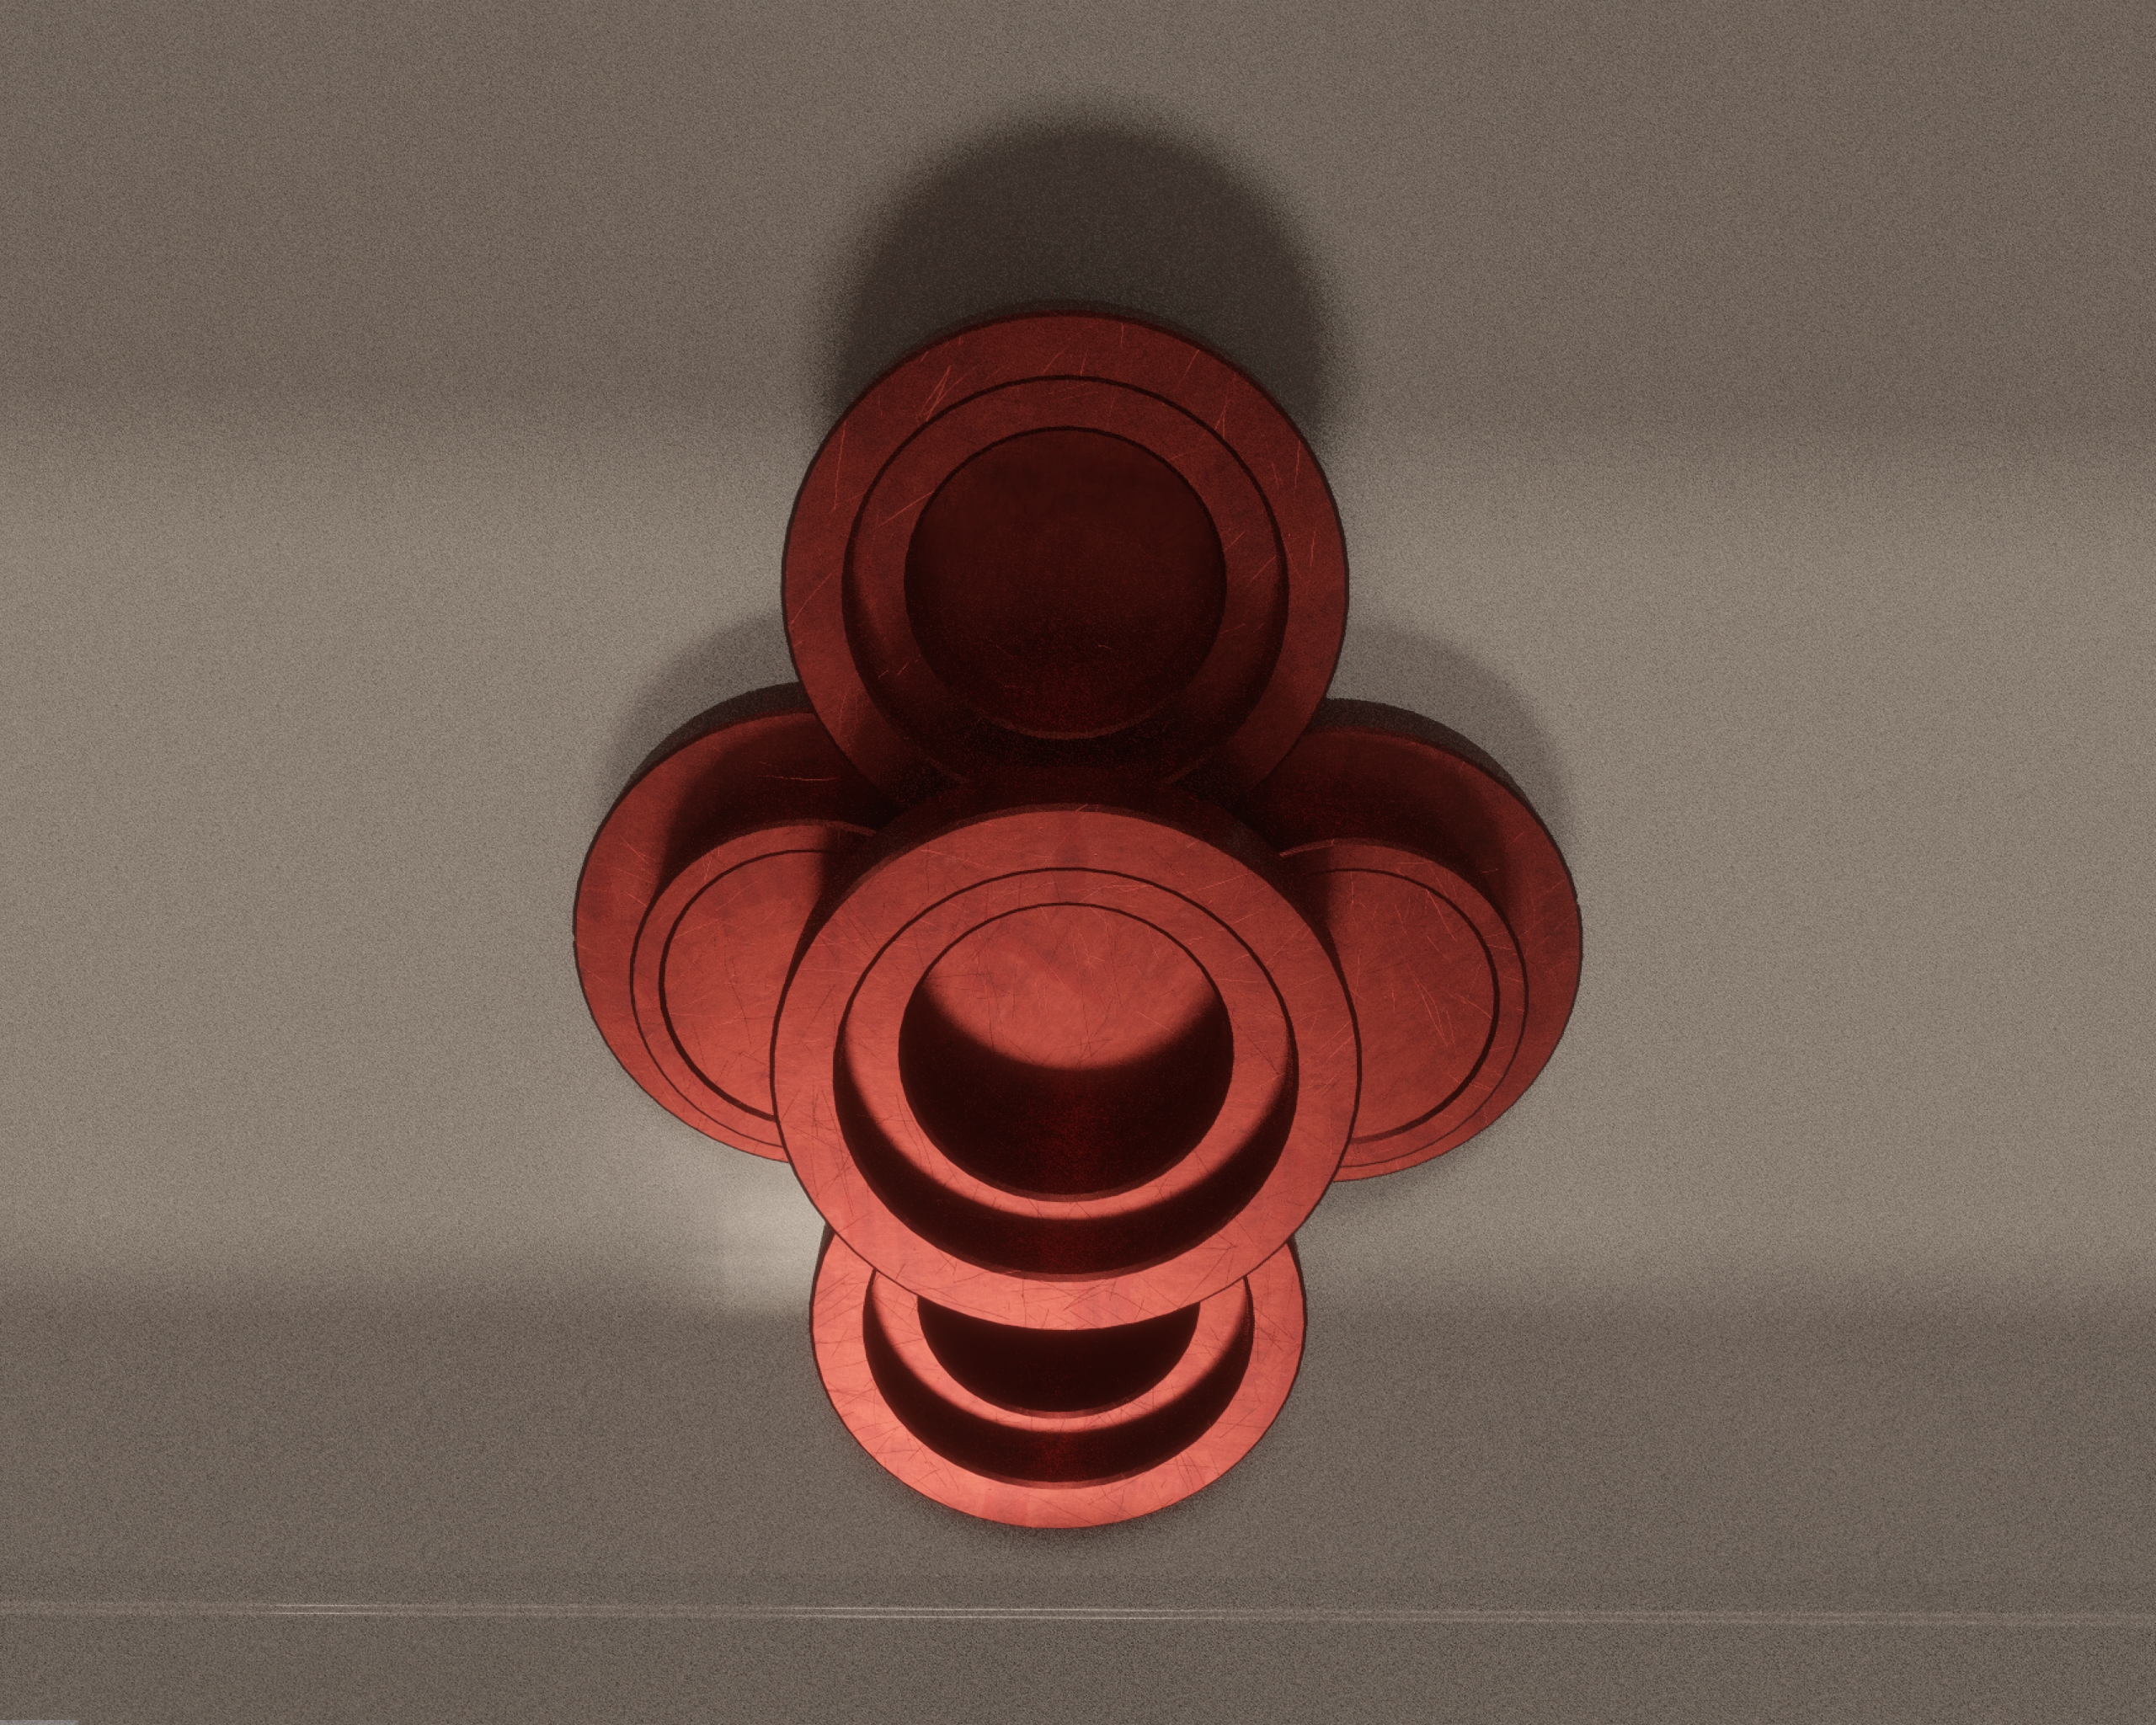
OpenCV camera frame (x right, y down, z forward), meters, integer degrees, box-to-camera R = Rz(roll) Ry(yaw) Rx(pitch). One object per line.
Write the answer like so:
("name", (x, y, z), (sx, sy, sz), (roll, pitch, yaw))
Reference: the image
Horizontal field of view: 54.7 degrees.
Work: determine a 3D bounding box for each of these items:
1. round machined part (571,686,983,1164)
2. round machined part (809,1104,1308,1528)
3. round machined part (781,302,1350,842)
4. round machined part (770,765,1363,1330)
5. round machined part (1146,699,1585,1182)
("round machined part", (-0.049, 0.017, 0.406), (0.099, 0.042, 0.097), (0, 110, -1))
("round machined part", (-0.004, 0.085, 0.431), (0.099, 0.042, 0.097), (0, 110, -1))
("round machined part", (-0.002, -0.053, 0.380), (0.099, 0.042, 0.097), (0, 110, -1))
("round machined part", (-0.002, 0.029, 0.366), (0.099, 0.042, 0.097), (0, 110, -1))
("round machined part", (0.050, 0.020, 0.408), (0.099, 0.042, 0.097), (0, 110, -1))
